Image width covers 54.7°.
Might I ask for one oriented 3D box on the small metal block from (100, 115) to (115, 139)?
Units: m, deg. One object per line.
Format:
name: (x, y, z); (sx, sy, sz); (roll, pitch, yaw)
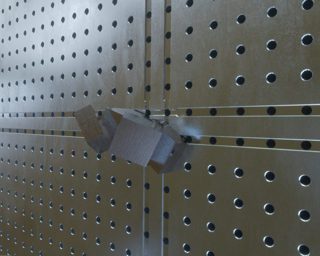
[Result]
small metal block: (-0.074, 0.005, 0.468); (0.050, 0.025, 0.050); (-24, 75, 37)

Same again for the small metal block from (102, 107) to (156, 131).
small metal block: (-0.042, -0.008, 0.426); (0.050, 0.050, 0.025); (24, 105, 37)

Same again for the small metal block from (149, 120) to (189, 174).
small metal block: (0.001, 0.024, 0.407); (0.050, 0.025, 0.050); (43, 116, 31)

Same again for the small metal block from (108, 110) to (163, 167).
small metal block: (-0.030, 0.013, 0.381); (0.050, 0.025, 0.050); (22, 109, -9)

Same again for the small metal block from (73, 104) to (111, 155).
small metal block: (-0.091, 0.003, 0.429); (0.025, 0.050, 0.050); (-28, 68, -4)
